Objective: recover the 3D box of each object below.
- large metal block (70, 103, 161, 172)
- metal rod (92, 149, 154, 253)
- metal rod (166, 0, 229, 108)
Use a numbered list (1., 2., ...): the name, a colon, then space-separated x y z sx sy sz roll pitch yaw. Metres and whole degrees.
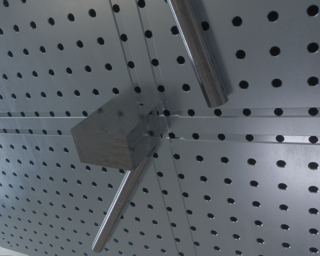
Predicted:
1. large metal block: -0.055 0.008 0.410 0.080 0.080 0.050 6 121 25
2. metal rod: -0.073 0.136 0.533 0.025 0.025 0.298 32 129 7
3. metal rod: 0.008 -0.157 0.309 0.025 0.025 0.299 -12 113 33
